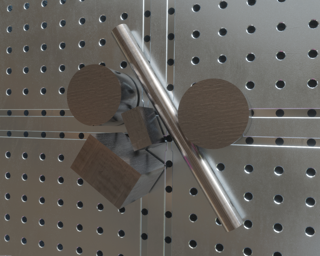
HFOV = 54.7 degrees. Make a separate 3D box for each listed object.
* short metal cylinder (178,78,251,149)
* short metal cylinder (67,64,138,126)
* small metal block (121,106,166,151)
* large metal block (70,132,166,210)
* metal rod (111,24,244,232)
[{"bbox_3d":[0.067,-0.016,0.372,0.080,0.050,0.079,0,90,20],"label":"short metal cylinder"},{"bbox_3d":[-0.078,-0.043,0.423,0.080,0.050,0.079,0,90,20],"label":"short metal cylinder"},{"bbox_3d":[-0.021,0.001,0.402,0.025,0.050,0.050,-22,83,19],"label":"small metal block"},{"bbox_3d":[-0.050,0.049,0.396,0.080,0.080,0.050,36,102,17],"label":"large metal block"},{"bbox_3d":[0.017,-0.008,0.402,0.025,0.025,0.299,-33,80,17],"label":"metal rod"}]
